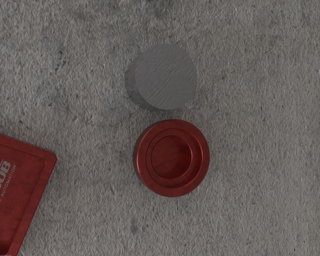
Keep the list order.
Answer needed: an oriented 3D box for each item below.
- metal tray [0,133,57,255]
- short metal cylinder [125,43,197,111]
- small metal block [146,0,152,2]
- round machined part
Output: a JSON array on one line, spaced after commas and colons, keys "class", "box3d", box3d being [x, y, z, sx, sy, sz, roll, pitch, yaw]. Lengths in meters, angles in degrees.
[{"class": "metal tray", "box3d": [-0.181, 0.074, 0.339, 0.091, 0.030, 0.130, 23, 82, -19]}, {"class": "short metal cylinder", "box3d": [0.000, -0.062, 0.396, 0.081, 0.050, 0.080, 0, 90, -20]}, {"class": "small metal block", "box3d": [-0.002, -0.202, 0.408, 0.050, 0.025, 0.050, -26, 99, -18]}, {"class": "round machined part", "box3d": [0.012, 0.038, 0.405, 0.099, 0.042, 0.097, 0, 90, -20]}]
